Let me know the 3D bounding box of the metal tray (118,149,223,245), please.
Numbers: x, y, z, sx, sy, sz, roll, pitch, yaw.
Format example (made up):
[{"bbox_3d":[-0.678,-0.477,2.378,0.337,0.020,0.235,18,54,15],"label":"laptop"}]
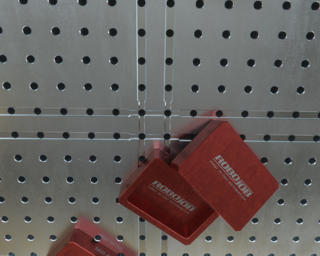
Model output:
[{"bbox_3d":[0.018,0.102,0.448,0.130,0.030,0.090,36,106,-13],"label":"metal tray"}]

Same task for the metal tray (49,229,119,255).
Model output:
[{"bbox_3d":[-0.111,0.231,0.494,0.130,0.030,0.090,39,105,-14],"label":"metal tray"}]

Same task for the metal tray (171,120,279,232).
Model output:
[{"bbox_3d":[0.090,0.064,0.418,0.090,0.030,0.130,-45,106,-9],"label":"metal tray"}]
